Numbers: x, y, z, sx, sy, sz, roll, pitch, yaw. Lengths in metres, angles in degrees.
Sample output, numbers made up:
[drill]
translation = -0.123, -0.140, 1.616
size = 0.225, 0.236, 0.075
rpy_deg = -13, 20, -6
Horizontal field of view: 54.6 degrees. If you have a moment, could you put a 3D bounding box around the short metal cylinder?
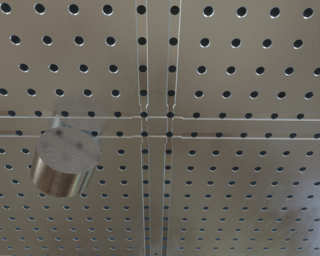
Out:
[short metal cylinder]
translation = -0.125, 0.044, 0.412
size = 0.080, 0.080, 0.050
rpy_deg = 18, 128, -15
